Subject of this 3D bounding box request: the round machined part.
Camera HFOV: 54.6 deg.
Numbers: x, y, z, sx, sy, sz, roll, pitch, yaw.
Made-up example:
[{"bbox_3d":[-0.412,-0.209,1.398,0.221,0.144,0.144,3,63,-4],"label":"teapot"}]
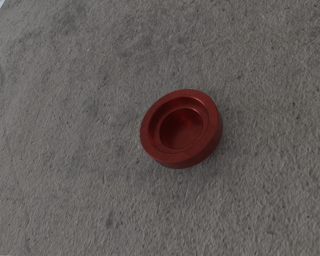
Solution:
[{"bbox_3d":[0.028,0.004,0.376,0.098,0.042,0.098,-13,56,21],"label":"round machined part"}]
